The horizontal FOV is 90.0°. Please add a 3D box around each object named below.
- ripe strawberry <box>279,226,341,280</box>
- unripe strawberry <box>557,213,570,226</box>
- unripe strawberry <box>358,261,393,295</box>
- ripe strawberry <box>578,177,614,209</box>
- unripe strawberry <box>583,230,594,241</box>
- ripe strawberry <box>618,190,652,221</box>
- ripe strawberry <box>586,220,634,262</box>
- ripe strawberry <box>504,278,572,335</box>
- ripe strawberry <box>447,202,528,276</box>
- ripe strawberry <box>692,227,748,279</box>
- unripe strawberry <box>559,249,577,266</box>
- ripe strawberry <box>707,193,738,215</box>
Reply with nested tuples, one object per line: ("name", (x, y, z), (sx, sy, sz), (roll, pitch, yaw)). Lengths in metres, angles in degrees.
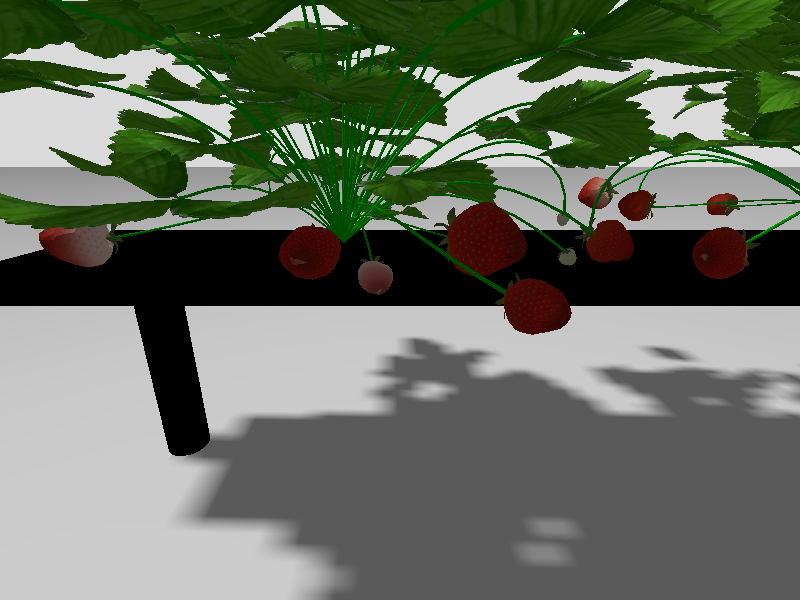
("ripe strawberry", (-0.054, -0.027, 0.238), (0.037, 0.033, 0.033), (1, 21, 2))
("unripe strawberry", (0.147, -0.073, 0.362), (0.011, 0.011, 0.011), (-1, 20, -4))
("unripe strawberry", (-0.013, -0.012, 0.219), (0.020, 0.020, 0.017), (-5, -42, -14))
("ripe strawberry", (0.277, -0.151, 0.571), (0.042, 0.044, 0.046), (-10, 7, -26))
("unripe strawberry", (0.159, -0.054, 0.338), (0.010, 0.010, 0.009), (-1, 20, -3))
("ripe strawberry", (0.272, -0.110, 0.463), (0.033, 0.034, 0.030), (17, 26, 41))
("ripe strawberry", (0.150, -0.040, 0.284), (0.032, 0.031, 0.029), (28, 26, 9))
("ripe strawberry", (0.058, 0.003, 0.168), (0.027, 0.023, 0.027), (-11, 23, -27))
("ripe strawberry", (0.056, -0.037, 0.252), (0.048, 0.047, 0.045), (19, 27, 40))
("ripe strawberry", (0.194, -0.028, 0.245), (0.030, 0.031, 0.027), (-11, 23, -26))
("unripe strawberry", (0.116, -0.029, 0.275), (0.012, 0.011, 0.010), (-39, -2, 32))
("ripe strawberry", (0.398, -0.119, 0.498), (0.032, 0.027, 0.032), (0, 19, -1))
